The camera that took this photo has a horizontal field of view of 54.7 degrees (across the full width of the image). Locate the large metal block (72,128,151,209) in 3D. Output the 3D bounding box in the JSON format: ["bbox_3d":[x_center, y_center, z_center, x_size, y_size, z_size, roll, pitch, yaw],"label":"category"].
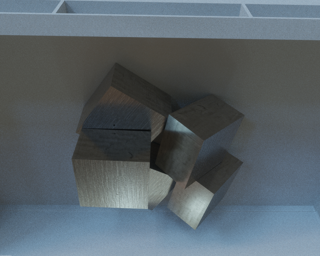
[{"bbox_3d":[-0.052,0.049,0.364,0.081,0.050,0.079,3,129,-1],"label":"large metal block"}]

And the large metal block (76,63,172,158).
[{"bbox_3d":[-0.042,-0.017,0.376,0.080,0.050,0.080,29,124,-23],"label":"large metal block"}]

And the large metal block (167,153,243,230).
[{"bbox_3d":[0.062,0.080,0.431,0.050,0.081,0.079,35,133,22],"label":"large metal block"}]

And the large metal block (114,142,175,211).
[{"bbox_3d":[-0.026,0.065,0.442,0.080,0.050,0.080,24,126,-19],"label":"large metal block"}]

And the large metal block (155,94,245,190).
[{"bbox_3d":[0.047,0.015,0.376,0.081,0.050,0.079,-27,145,-40],"label":"large metal block"}]
